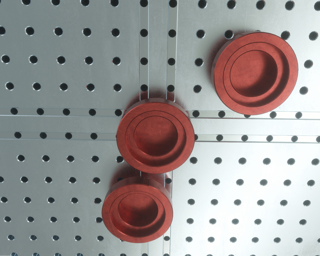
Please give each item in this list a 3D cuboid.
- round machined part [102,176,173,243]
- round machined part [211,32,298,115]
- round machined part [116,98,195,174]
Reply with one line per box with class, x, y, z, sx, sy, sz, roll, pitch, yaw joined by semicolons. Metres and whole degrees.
round machined part;-0.031;0.112;0.445;0.099;0.042;0.097;0;110;0
round machined part;0.112;-0.068;0.380;0.099;0.042;0.097;0;110;0
round machined part;-0.005;0.007;0.407;0.099;0.042;0.097;0;110;0
